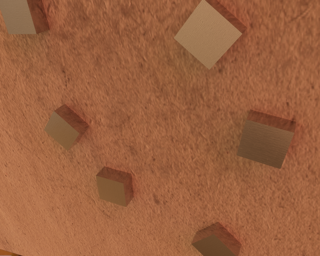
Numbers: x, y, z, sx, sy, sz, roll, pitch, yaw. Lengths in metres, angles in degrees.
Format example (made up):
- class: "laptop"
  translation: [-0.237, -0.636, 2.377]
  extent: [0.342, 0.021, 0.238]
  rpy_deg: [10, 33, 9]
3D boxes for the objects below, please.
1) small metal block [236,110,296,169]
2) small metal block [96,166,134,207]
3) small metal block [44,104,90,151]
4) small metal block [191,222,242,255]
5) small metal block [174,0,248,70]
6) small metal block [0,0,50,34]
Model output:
- class: "small metal block"
  translation: [0.120, 0.013, 0.351]
  extent: [0.050, 0.025, 0.050]
  rpy_deg: [17, 125, 17]
- class: "small metal block"
  translation: [-0.073, 0.095, 0.502]
  extent: [0.050, 0.025, 0.050]
  rpy_deg: [11, 123, 21]
- class: "small metal block"
  translation: [-0.146, 0.000, 0.481]
  extent: [0.050, 0.025, 0.050]
  rpy_deg: [42, 129, -1]
- class: "small metal block"
  translation: [0.085, 0.176, 0.470]
  extent: [0.050, 0.025, 0.050]
  rpy_deg: [45, 129, -4]
- class: "small metal block"
  translation: [0.051, -0.098, 0.319]
  extent: [0.050, 0.025, 0.050]
  rpy_deg: [42, 129, -1]
- class: "small metal block"
  translation: [-0.179, -0.151, 0.405]
  extent: [0.050, 0.025, 0.050]
  rpy_deg: [7, 122, 24]
